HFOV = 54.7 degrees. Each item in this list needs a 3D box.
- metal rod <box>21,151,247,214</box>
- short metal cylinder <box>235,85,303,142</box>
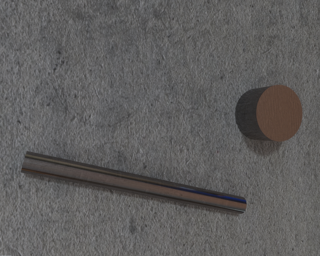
[{"bbox_3d":[-0.018,0.076,0.403,0.302,0.025,0.025,15,85,-20],"label":"metal rod"},{"bbox_3d":[0.160,-0.021,0.456,0.081,0.050,0.079,0,90,-21],"label":"short metal cylinder"}]
